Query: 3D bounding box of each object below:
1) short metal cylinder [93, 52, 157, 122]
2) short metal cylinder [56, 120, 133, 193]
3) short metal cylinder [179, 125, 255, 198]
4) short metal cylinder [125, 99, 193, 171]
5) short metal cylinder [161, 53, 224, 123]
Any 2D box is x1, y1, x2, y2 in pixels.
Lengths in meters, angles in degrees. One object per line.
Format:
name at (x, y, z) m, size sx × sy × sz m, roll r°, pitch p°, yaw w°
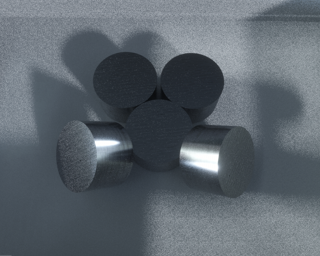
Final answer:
short metal cylinder at (-0.044, -0.053, 0.413) m, size 0.081 × 0.050 × 0.080 m, roll 0°, pitch 70°, yaw 0°
short metal cylinder at (-0.077, 0.032, 0.360) m, size 0.050 × 0.080 × 0.080 m, roll 1°, pitch 62°, yaw -48°
short metal cylinder at (0.068, 0.037, 0.359) m, size 0.050 × 0.080 × 0.080 m, roll 3°, pitch 64°, yaw 43°
short metal cylinder at (-0.001, 0.011, 0.389) m, size 0.081 × 0.050 × 0.080 m, roll 0°, pitch 70°, yaw 0°
short metal cylinder at (0.041, -0.052, 0.415) m, size 0.081 × 0.050 × 0.080 m, roll 0°, pitch 70°, yaw 0°
